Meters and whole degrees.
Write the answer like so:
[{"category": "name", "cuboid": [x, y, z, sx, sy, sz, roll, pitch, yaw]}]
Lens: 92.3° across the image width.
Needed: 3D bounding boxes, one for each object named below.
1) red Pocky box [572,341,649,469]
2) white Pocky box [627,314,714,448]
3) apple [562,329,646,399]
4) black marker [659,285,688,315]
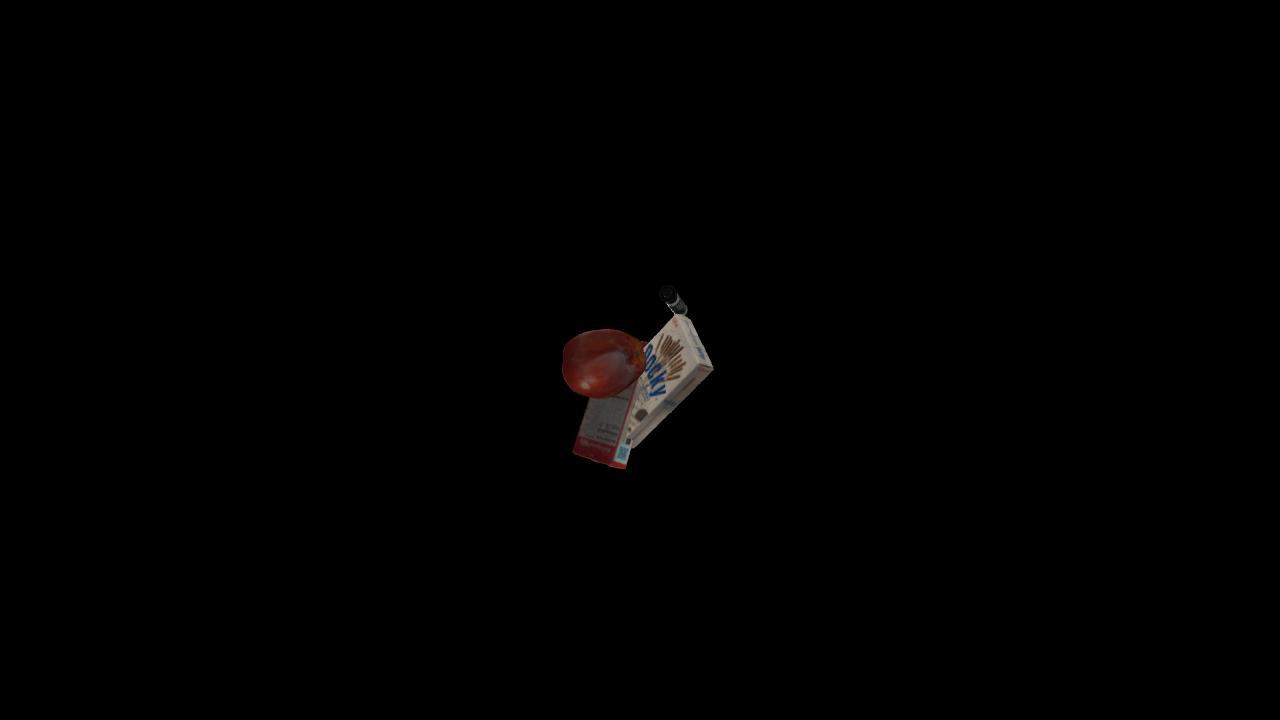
[{"category": "red Pocky box", "cuboid": [-0.029, 0.051, 0.760, 0.028, 0.155, 0.083, 25, -11, -40]}, {"category": "white Pocky box", "cuboid": [0.017, 0.027, 0.725, 0.028, 0.084, 0.154, 18, -53, -38]}, {"category": "apple", "cuboid": [-0.040, 0.005, 0.663, 0.093, 0.079, 0.079, -19, -8, 25]}, {"category": "black marker", "cuboid": [0.040, -0.068, 0.724, 0.020, 0.020, 0.121, 0, -4, 11]}]
